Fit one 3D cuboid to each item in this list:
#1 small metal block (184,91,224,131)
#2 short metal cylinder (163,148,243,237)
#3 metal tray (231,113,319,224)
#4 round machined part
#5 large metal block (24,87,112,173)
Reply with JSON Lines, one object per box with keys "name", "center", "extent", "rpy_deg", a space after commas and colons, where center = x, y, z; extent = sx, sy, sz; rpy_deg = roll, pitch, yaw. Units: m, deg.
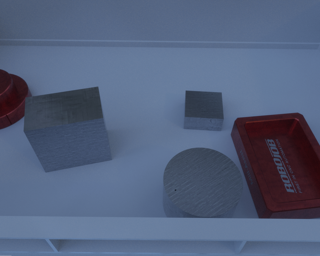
{"name": "small metal block", "center": [0.059, -0.024, 0.426], "extent": [0.050, 0.025, 0.050], "rpy_deg": [3, 50, 2]}
{"name": "short metal cylinder", "center": [0.043, 0.068, 0.332], "extent": [0.081, 0.050, 0.080], "rpy_deg": [0, 50, 0]}
{"name": "metal tray", "center": [0.147, 0.042, 0.368], "extent": [0.091, 0.030, 0.130], "rpy_deg": [-5, 50, -5]}
{"name": "round machined part", "center": [-0.234, -0.045, 0.429], "extent": [0.099, 0.042, 0.098], "rpy_deg": [0, 50, 0]}
{"name": "large metal block", "center": [-0.105, 0.003, 0.365], "extent": [0.081, 0.080, 0.050], "rpy_deg": [-10, 51, -9]}
